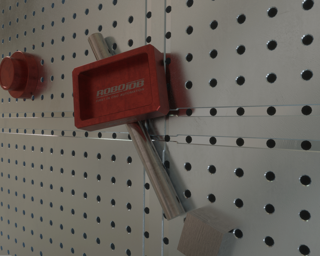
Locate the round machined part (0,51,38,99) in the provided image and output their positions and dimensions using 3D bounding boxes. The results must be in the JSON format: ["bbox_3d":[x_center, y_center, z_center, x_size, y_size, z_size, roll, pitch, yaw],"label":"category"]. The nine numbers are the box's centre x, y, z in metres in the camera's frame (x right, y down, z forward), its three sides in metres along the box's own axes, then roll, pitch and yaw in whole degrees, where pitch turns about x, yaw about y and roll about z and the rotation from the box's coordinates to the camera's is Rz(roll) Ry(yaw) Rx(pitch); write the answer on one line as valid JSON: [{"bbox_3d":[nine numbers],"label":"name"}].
[{"bbox_3d":[-0.297,-0.110,0.639,0.098,0.042,0.097,0,90,39],"label":"round machined part"}]

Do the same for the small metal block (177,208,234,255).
[{"bbox_3d":[0.053,0.131,0.364,0.050,0.025,0.050,22,104,37],"label":"small metal block"}]

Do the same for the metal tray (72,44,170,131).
[{"bbox_3d":[-0.057,-0.051,0.422,0.130,0.030,0.090,-11,76,23],"label":"metal tray"}]

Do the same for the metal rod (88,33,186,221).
[{"bbox_3d":[-0.041,-0.015,0.440,0.025,0.025,0.299,-39,66,33],"label":"metal rod"}]
